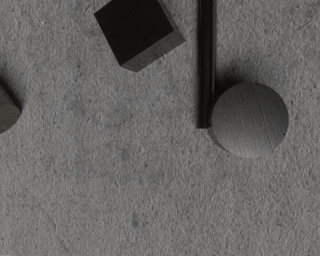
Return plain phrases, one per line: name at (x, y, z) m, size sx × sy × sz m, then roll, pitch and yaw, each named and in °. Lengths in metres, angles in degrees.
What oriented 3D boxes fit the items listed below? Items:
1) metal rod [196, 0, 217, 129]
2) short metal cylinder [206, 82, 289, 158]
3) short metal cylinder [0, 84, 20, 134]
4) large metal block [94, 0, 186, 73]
metal rod at (0.059, -0.148, 0.388) m, size 0.025 × 0.025 × 0.298 m, roll 1°, pitch 90°, yaw 20°
short metal cylinder at (0.095, -0.009, 0.350) m, size 0.080 × 0.050 × 0.080 m, roll 0°, pitch 90°, yaw 1°
short metal cylinder at (-0.266, -0.026, 0.473) m, size 0.080 × 0.080 × 0.050 m, roll -43°, pitch 77°, yaw 15°
large metal block at (-0.026, -0.131, 0.405) m, size 0.080 × 0.050 × 0.080 m, roll -30°, pitch 81°, yaw 17°
